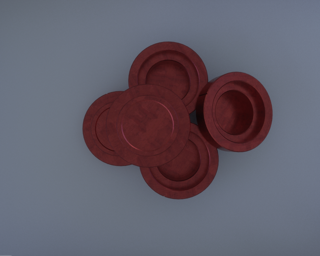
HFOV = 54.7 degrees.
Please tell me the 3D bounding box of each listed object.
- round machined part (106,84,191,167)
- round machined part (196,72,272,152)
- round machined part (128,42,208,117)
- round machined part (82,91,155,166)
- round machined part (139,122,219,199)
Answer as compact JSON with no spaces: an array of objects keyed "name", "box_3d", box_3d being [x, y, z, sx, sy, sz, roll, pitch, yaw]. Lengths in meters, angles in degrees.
[{"name":"round machined part","box_3d":[-0.013,-0.003,0.358,0.099,0.042,0.097,0,90,-1]},{"name":"round machined part","box_3d":[0.089,-0.019,0.392,0.099,0.042,0.097,1,87,-21]},{"name":"round machined part","box_3d":[0.010,-0.058,0.402,0.099,0.042,0.097,0,90,-1]},{"name":"round machined part","box_3d":[-0.051,0.001,0.399,0.099,0.042,0.097,0,90,-1]},{"name":"round machined part","box_3d":[0.023,0.039,0.401,0.099,0.042,0.097,0,90,-1]}]
